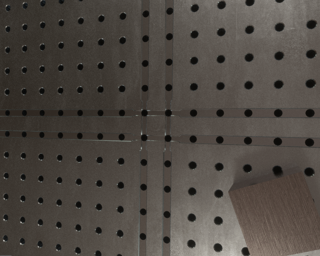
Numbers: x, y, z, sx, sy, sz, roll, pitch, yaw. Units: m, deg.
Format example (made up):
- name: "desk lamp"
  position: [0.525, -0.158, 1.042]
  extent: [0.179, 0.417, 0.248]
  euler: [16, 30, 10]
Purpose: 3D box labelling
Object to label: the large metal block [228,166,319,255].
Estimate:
- name: "large metal block"
  position: [0.133, 0.096, 0.352]
  extent: [0.080, 0.050, 0.080]
  euler: [-20, 83, 18]
